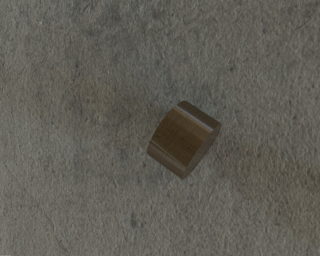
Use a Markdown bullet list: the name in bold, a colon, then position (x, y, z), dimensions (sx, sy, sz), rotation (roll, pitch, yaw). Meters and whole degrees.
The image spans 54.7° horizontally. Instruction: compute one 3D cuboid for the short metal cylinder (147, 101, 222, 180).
- **short metal cylinder**: position (0.030, 0.014, 0.369), dimensions (0.050, 0.080, 0.080), rotation (35, 101, 16)
